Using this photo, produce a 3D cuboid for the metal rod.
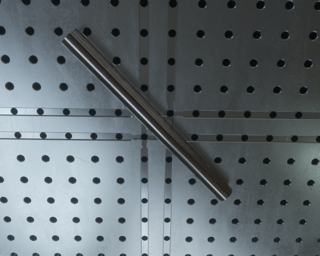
[{"bbox_3d":[-0.007,-0.008,0.411,0.025,0.025,0.300,-41,105,13],"label":"metal rod"}]
